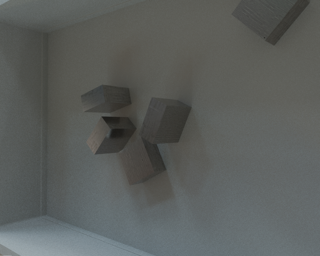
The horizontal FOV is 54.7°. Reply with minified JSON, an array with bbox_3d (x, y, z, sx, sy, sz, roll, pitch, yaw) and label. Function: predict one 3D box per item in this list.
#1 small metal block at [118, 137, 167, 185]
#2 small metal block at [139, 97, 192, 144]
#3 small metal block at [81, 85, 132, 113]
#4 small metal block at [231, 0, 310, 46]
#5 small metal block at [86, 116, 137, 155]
[{"bbox_3d":[-0.025,0.045,0.428,0.050,0.025,0.050,-34,69,35],"label":"small metal block"},{"bbox_3d":[0.007,-0.009,0.385,0.025,0.050,0.050,31,110,36],"label":"small metal block"},{"bbox_3d":[-0.079,-0.041,0.456,0.050,0.050,0.025,-18,79,38],"label":"small metal block"},{"bbox_3d":[0.111,-0.121,0.315,0.050,0.025,0.050,51,120,27],"label":"small metal block"},{"bbox_3d":[-0.070,0.011,0.449,0.025,0.050,0.050,50,120,28],"label":"small metal block"}]
